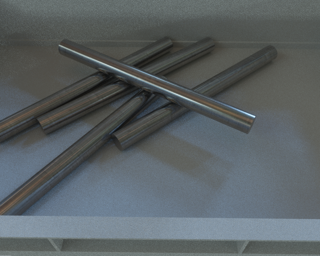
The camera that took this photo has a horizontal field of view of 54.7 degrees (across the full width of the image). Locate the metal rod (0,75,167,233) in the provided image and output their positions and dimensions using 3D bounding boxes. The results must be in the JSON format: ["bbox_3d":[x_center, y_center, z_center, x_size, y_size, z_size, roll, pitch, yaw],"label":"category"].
[{"bbox_3d":[-0.090,0.021,0.386,0.025,0.025,0.301,32,57,24],"label":"metal rod"}]

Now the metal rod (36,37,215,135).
[{"bbox_3d":[-0.036,-0.072,0.464,0.302,0.025,0.025,-30,56,-23],"label":"metal rod"}]

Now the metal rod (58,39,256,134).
[{"bbox_3d":[-0.017,-0.064,0.424,0.301,0.025,0.025,25,54,19],"label":"metal rod"}]

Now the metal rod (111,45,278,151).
[{"bbox_3d":[0.064,-0.053,0.449,0.302,0.025,0.025,-31,57,-24],"label":"metal rod"}]

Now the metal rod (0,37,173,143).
[{"bbox_3d":[-0.099,-0.067,0.460,0.302,0.025,0.025,-34,58,-25],"label":"metal rod"}]
